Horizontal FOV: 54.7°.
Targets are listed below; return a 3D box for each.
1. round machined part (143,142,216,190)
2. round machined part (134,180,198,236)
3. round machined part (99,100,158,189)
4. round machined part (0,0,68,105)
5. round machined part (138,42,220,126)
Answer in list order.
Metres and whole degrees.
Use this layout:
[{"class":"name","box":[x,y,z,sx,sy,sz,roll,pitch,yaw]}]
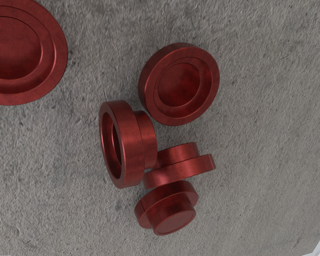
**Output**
[{"class":"round machined part","box":[0.022,0.048,0.415,0.099,0.042,0.098,-16,170,-3]},{"class":"round machined part","box":[0.015,0.125,0.464,0.099,0.042,0.097,-19,143,-15]},{"class":"round machined part","box":[-0.035,0.016,0.350,0.042,0.098,0.097,-10,123,-23]},{"class":"round machined part","box":[-0.136,-0.073,0.276,0.099,0.042,0.097,-14,124,-21]},{"class":"round machined part","box":[0.019,-0.055,0.372,0.099,0.042,0.097,-14,124,-21]}]
